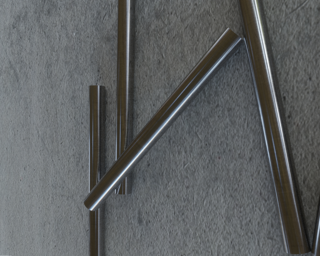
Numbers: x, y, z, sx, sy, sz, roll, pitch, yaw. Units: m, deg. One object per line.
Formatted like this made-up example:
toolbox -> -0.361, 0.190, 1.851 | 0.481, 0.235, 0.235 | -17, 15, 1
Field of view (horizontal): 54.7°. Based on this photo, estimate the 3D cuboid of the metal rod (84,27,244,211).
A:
metal rod -> -0.008, 0.003, 0.391 | 0.299, 0.025, 0.025 | -49, 61, 21

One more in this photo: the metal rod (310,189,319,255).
metal rod -> 0.161, 0.012, 0.271 | 0.025, 0.025, 0.298 | 10, 96, 39

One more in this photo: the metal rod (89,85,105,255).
metal rod -> -0.099, 0.084, 0.487 | 0.025, 0.025, 0.298 | 0, 90, 40

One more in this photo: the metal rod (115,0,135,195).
metal rod -> -0.050, -0.056, 0.446 | 0.025, 0.025, 0.298 | 2, 91, 40

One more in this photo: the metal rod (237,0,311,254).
metal rod -> 0.110, -0.030, 0.314 | 0.025, 0.025, 0.298 | -14, 81, 39
